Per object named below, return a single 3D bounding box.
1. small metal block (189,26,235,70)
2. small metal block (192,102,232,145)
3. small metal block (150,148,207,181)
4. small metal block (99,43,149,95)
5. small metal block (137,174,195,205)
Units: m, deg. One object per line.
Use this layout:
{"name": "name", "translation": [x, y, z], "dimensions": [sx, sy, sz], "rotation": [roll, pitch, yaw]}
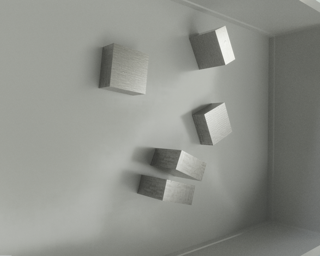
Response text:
{"name": "small metal block", "translation": [0.076, -0.117, 0.457], "dimensions": [0.025, 0.050, 0.050], "rotation": [-34, 112, -35]}
{"name": "small metal block", "translation": [0.081, -0.007, 0.477], "dimensions": [0.050, 0.025, 0.050], "rotation": [-30, 109, -36]}
{"name": "small metal block", "translation": [0.024, 0.049, 0.413], "dimensions": [0.050, 0.050, 0.025], "rotation": [30, 72, -37]}
{"name": "small metal block", "translation": [-0.043, -0.069, 0.372], "dimensions": [0.050, 0.025, 0.050], "rotation": [8, 85, -40]}
{"name": "small metal block", "translation": [0.008, 0.080, 0.399], "dimensions": [0.050, 0.050, 0.025], "rotation": [20, 78, -39]}
